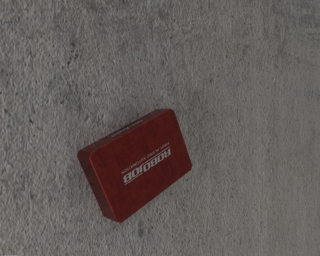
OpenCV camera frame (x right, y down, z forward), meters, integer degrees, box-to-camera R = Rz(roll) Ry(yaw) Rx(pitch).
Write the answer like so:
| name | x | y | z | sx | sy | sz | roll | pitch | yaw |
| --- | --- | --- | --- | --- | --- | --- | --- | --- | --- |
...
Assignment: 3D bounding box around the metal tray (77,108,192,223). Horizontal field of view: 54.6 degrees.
| name | x | y | z | sx | sy | sz | roll | pitch | yaw |
| --- | --- | --- | --- | --- | --- | --- | --- | --- | --- |
| metal tray | -0.024 | 0.041 | 0.381 | 0.131 | 0.030 | 0.090 | -31 | 109 | -36 |
